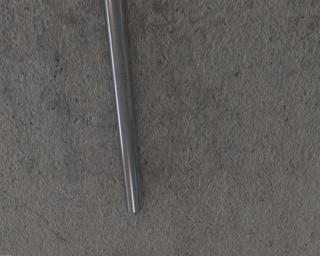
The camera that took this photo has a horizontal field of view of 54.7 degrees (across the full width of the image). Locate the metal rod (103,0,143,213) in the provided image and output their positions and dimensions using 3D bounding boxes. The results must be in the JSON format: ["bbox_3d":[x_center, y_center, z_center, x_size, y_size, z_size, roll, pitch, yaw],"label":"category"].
[{"bbox_3d":[-0.046,-0.023,0.400,0.025,0.025,0.298,-3,110,1],"label":"metal rod"}]
